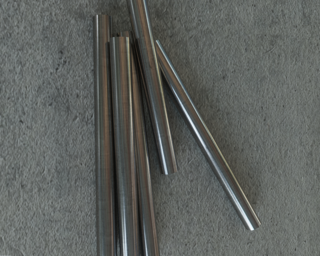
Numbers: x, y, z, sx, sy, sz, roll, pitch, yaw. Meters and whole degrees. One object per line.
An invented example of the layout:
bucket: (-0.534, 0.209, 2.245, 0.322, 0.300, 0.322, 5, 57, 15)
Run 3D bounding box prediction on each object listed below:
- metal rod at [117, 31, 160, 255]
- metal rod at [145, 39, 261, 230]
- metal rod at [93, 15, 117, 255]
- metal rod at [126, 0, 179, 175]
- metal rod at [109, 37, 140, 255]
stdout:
metal rod: (-0.027, 0.029, 0.398, 0.025, 0.025, 0.298, -7, 92, -20)
metal rod: (0.063, 0.017, 0.432, 0.025, 0.025, 0.299, -34, 101, -17)
metal rod: (-0.068, 0.013, 0.383, 0.025, 0.025, 0.298, -1, 90, -20)
metal rod: (-0.015, -0.086, 0.384, 0.025, 0.025, 0.298, -15, 102, -19)
metal rod: (-0.042, 0.043, 0.378, 0.025, 0.025, 0.298, -4, 96, -20)
